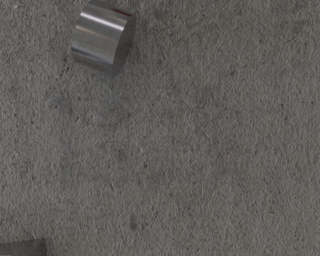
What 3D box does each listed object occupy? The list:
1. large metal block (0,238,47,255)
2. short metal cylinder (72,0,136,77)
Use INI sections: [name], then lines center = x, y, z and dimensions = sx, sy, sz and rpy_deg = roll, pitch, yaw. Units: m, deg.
[large metal block]
center = -0.193, 0.180, 0.381
dimensions = 0.080, 0.080, 0.050
rpy_deg = -7, 90, 0
[short metal cylinder]
center = -0.067, -0.110, 0.382
dimensions = 0.050, 0.080, 0.080
rpy_deg = 20, 90, 0
